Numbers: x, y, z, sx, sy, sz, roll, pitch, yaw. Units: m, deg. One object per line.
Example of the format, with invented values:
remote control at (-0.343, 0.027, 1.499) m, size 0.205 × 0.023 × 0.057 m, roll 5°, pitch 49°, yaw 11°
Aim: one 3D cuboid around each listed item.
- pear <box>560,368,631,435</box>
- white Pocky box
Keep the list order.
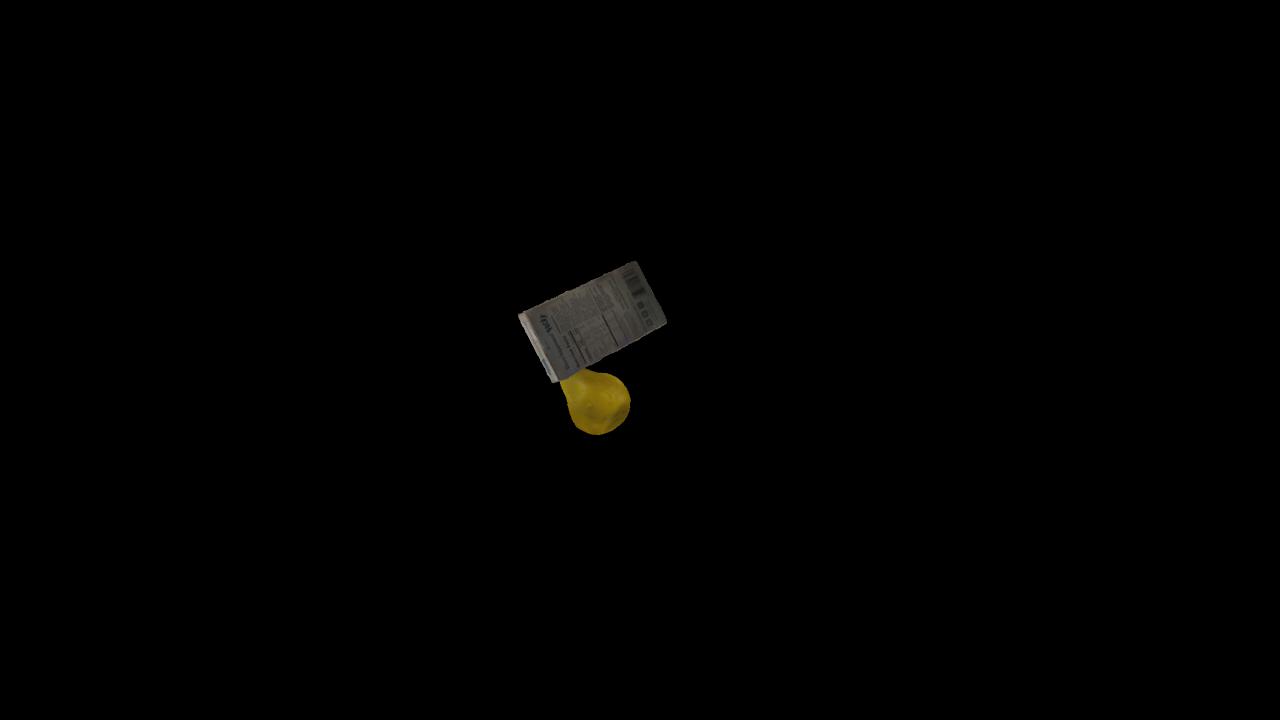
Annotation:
pear at (-0.066, 0.040, 0.764) m, size 0.111 × 0.080 × 0.080 m, roll 45°, pitch 21°, yaw 22°
white Pocky box at (-0.049, -0.045, 0.680) m, size 0.154 × 0.084 × 0.028 m, roll -30°, pitch 6°, yaw -29°
